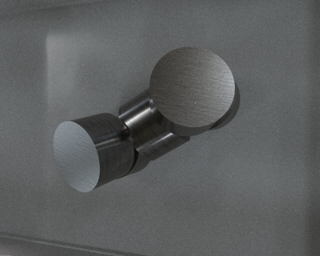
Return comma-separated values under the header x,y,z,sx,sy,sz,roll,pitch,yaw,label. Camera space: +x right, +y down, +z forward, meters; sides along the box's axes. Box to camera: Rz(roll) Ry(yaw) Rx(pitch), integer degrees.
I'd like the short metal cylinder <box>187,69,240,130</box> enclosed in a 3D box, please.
x,y,z,sx,sy,sz,roll,pitch,yaw,label
0.054,-0.037,0.376,0.080,0.050,0.079,0,90,19,short metal cylinder

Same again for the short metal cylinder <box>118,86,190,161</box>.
x,y,z,sx,sy,sz,roll,pitch,yaw,label
-0.006,-0.007,0.381,0.050,0.080,0.080,-31,80,17,short metal cylinder

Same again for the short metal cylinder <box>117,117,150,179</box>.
x,y,z,sx,sy,sz,roll,pitch,yaw,label
-0.055,0.025,0.414,0.080,0.050,0.079,0,90,19,short metal cylinder

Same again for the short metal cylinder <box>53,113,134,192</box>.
x,y,z,sx,sy,sz,roll,pitch,yaw,label
-0.076,0.026,0.353,0.080,0.050,0.079,12,110,37,short metal cylinder

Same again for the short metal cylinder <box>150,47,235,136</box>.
x,y,z,sx,sy,sz,roll,pitch,yaw,label
0.030,-0.035,0.315,0.081,0.050,0.080,1,78,-2,short metal cylinder
